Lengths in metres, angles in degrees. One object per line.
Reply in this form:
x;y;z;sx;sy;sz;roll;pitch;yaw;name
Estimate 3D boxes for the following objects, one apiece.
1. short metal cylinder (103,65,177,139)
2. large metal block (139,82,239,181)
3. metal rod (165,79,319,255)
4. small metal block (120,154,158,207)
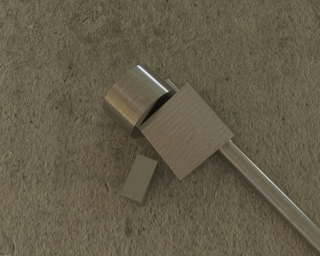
-0.024;-0.032;0.391;0.050;0.080;0.080;43;75;14;short metal cylinder
0.036;0.005;0.376;0.080;0.050;0.080;-42;76;13;large metal block
0.105;0.047;0.392;0.025;0.025;0.300;-40;75;-13;metal rod
-0.023;0.064;0.371;0.025;0.050;0.050;20;71;7;small metal block
